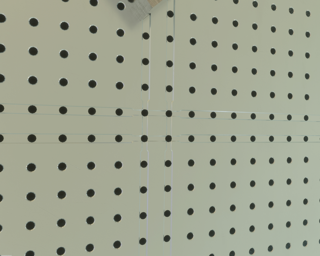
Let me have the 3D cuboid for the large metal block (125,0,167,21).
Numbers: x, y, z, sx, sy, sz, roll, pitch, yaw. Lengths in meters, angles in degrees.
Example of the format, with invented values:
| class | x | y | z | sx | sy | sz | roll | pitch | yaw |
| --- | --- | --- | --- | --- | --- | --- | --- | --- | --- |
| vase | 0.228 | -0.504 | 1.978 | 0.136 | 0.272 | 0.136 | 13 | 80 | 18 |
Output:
| class | x | y | z | sx | sy | sz | roll | pitch | yaw |
| --- | --- | --- | --- | --- | --- | --- | --- | --- | --- |
| large metal block | -0.014 | -0.200 | 0.394 | 0.080 | 0.050 | 0.080 | -43 | 104 | -15 |
